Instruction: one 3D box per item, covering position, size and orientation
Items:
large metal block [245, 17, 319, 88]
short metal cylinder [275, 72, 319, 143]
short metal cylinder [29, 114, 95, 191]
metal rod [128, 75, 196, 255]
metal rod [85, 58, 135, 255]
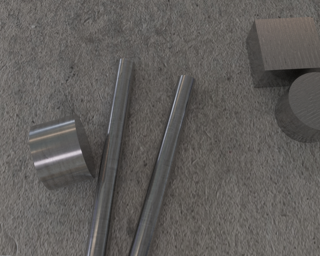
[{"bbox_3d":[0.172,-0.105,0.434,0.081,0.050,0.080,-3,70,-1],"label":"large metal block"},{"bbox_3d":[0.199,-0.026,0.406,0.081,0.050,0.080,0,70,0],"label":"short metal cylinder"},{"bbox_3d":[-0.113,0.028,0.368,0.050,0.080,0.080,-16,71,-6],"label":"short metal cylinder"},{"bbox_3d":[-0.002,0.068,0.382,0.025,0.025,0.299,14,70,5],"label":"metal rod"},{"bbox_3d":[-0.063,0.047,0.390,0.025,0.025,0.299,5,70,2],"label":"metal rod"}]
